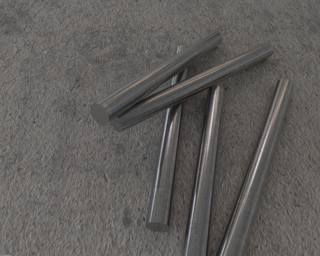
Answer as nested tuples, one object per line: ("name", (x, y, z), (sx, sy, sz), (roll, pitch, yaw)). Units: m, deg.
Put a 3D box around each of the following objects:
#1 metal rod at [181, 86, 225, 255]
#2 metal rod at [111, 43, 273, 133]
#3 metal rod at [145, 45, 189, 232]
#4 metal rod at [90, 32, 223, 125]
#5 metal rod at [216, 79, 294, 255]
("metal rod", (0.050, 0.061, 0.352), (0.025, 0.025, 0.300), (9, 51, 7))
("metal rod", (0.063, -0.067, 0.435), (0.302, 0.025, 0.025), (-28, 55, -31))
("metal rod", (0.018, -0.012, 0.413), (0.025, 0.025, 0.300), (6, 50, 5))
("metal rod", (0.017, -0.084, 0.427), (0.025, 0.025, 0.302), (26, 40, 20))
("metal rod", (0.119, 0.042, 0.368), (0.025, 0.025, 0.301), (20, 53, 16))
